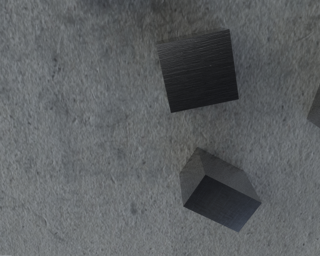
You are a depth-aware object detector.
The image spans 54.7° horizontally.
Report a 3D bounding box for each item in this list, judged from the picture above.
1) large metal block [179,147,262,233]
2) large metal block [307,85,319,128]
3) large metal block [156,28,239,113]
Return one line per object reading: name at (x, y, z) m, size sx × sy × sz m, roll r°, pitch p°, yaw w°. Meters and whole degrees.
large metal block at (0.075, 0.079, 0.411) m, size 0.080 × 0.080 × 0.050 m, roll 28°, pitch 108°, yaw -10°
large metal block at (0.232, -0.031, 0.373) m, size 0.050 × 0.080 × 0.079 m, roll 10°, pitch 110°, yaw -4°
large metal block at (0.044, -0.070, 0.371) m, size 0.080 × 0.050 × 0.079 m, roll -12°, pitch 110°, yaw 4°
